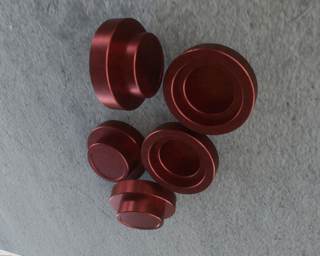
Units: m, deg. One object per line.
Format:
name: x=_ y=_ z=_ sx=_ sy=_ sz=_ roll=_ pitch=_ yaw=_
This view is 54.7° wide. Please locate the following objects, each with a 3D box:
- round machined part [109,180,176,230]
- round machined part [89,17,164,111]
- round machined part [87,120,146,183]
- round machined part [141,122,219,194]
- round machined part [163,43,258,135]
round machined part: x=-0.027 y=0.118 z=0.457 sx=0.099 sy=0.042 sz=0.097 roll=5 pitch=142 yaw=4
round machined part: x=-0.028 y=-0.067 z=0.332 sx=0.042 sy=0.098 sz=0.097 roll=6 pitch=121 yaw=24
round machined part: x=-0.066 y=0.041 z=0.454 sx=0.098 sy=0.042 sz=0.097 roll=13 pitch=124 yaw=20
round machined part: x=0.029 y=0.034 z=0.401 sx=0.098 sy=0.042 sz=0.097 roll=13 pitch=124 yaw=20
round machined part: x=0.056 y=-0.044 z=0.338 sx=0.098 sy=0.042 sz=0.097 roll=13 pitch=124 yaw=20
